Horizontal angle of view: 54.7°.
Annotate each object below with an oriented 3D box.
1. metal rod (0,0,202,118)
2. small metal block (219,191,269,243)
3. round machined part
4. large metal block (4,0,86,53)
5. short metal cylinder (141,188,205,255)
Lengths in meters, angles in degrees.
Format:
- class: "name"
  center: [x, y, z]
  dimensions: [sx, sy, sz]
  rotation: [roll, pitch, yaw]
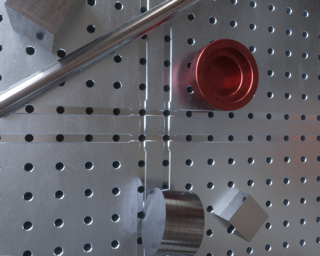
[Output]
- class: "metal rod"
  center: [-0.067, -0.104, 0.388]
  dimensions: [0.301, 0.025, 0.025]
  rotation: [-35, 102, -17]
- class: "small metal block"
  center: [0.126, 0.131, 0.461]
  dimensions: [0.050, 0.025, 0.050]
  rotation: [-46, 105, -14]
- class: "round machined part"
  center: [0.086, -0.072, 0.437]
  dimensions: [0.099, 0.042, 0.097]
  rotation: [0, 90, -21]
- class: "large metal block"
  center: [-0.119, -0.138, 0.339]
  dimensions: [0.050, 0.080, 0.080]
  rotation: [32, 80, -18]
- class: "short metal cylinder"
  center: [0.014, 0.119, 0.390]
  dimensions: [0.050, 0.080, 0.080]
  rotation: [12, 86, -20]
